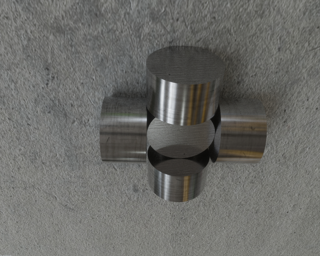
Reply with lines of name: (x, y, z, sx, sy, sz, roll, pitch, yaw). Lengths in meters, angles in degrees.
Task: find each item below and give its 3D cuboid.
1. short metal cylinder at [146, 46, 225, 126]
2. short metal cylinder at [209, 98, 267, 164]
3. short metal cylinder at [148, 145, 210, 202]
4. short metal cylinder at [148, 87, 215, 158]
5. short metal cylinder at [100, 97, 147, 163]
short metal cylinder: (0.025, -0.047, 0.332, 0.081, 0.080, 0.050, 1, 130, -2)
short metal cylinder: (0.090, 0.003, 0.377, 0.050, 0.080, 0.079, 2, 130, -2)
short metal cylinder: (0.024, 0.052, 0.417, 0.081, 0.080, 0.050, 0, 130, -1)
short metal cylinder: (0.025, -0.008, 0.386, 0.081, 0.050, 0.079, 0, 130, 0)
short metal cylinder: (-0.041, 0.002, 0.375, 0.050, 0.080, 0.079, 2, 130, -2)
